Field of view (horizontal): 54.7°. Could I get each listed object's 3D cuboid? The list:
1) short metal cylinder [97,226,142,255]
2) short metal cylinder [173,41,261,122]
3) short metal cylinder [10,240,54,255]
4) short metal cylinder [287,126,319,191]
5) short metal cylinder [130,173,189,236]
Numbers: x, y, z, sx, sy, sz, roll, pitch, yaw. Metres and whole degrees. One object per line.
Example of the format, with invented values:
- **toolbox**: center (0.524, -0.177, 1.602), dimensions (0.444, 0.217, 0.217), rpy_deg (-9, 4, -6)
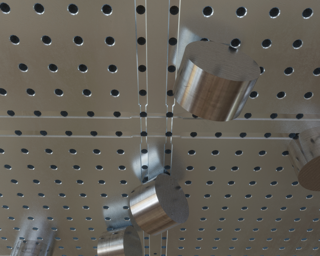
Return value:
- **short metal cylinder**: center (-0.071, 0.225, 0.566), dimensions (0.050, 0.080, 0.080), rpy_deg (-17, 128, 14)
- **short metal cylinder**: center (0.059, -0.052, 0.332), dimensions (0.081, 0.080, 0.050), rpy_deg (10, 129, -9)
- **short metal cylinder**: center (-0.262, 0.269, 0.622), dimensions (0.081, 0.050, 0.079), rpy_deg (0, 130, 0)
- **short metal cylinder**: center (0.227, 0.044, 0.435), dimensions (0.081, 0.050, 0.079), rpy_deg (0, 130, 0)
- **short metal cylinder**: center (0.000, 0.116, 0.475), dimensions (0.050, 0.080, 0.080), rpy_deg (-34, 123, 25)
